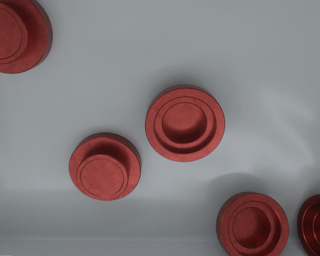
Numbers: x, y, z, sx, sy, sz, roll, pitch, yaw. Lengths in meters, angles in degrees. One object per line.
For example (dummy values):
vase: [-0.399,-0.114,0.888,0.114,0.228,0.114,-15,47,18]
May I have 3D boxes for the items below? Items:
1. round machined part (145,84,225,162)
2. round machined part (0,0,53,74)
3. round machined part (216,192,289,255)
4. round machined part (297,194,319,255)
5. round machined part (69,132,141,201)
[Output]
round machined part: [0.031,-0.009,0.399,0.099,0.042,0.097,0,110,0]
round machined part: [-0.181,-0.111,0.359,0.099,0.042,0.097,0,110,0]
round machined part: [0.127,0.140,0.441,0.099,0.042,0.097,1,84,-8]
round machined part: [0.244,0.142,0.430,0.042,0.098,0.097,6,111,-21]
round machined part: [-0.076,0.059,0.423,0.099,0.042,0.097,0,110,0]
